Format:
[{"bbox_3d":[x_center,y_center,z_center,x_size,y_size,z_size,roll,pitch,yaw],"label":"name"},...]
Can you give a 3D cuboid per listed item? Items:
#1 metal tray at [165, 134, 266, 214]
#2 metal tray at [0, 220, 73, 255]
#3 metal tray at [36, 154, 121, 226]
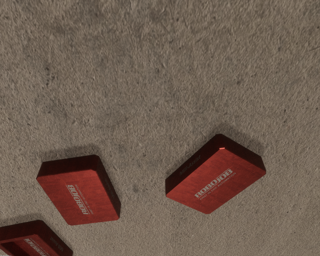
[{"bbox_3d":[0.080,0.074,0.469,0.090,0.030,0.129,28,124,-23],"label":"metal tray"},{"bbox_3d":[-0.239,0.231,0.597,0.090,0.030,0.129,-13,129,10],"label":"metal tray"},{"bbox_3d":[-0.123,0.102,0.489,0.090,0.030,0.129,-9,130,7],"label":"metal tray"}]
